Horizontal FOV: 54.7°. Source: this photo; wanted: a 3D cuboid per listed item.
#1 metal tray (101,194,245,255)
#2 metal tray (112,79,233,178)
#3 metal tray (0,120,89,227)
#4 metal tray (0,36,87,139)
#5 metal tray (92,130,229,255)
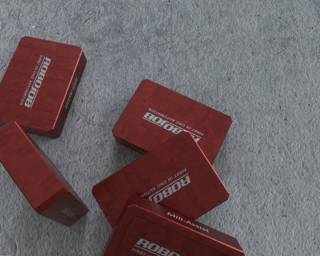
[{"bbox_3d":[0.009,0.137,0.322,0.131,0.030,0.090,25,95,-5],"label":"metal tray"},{"bbox_3d":[0.016,0.002,0.405,0.130,0.030,0.090,26,72,9],"label":"metal tray"},{"bbox_3d":[-0.123,0.055,0.330,0.030,0.130,0.090,-38,75,-17],"label":"metal tray"},{"bbox_3d":[-0.165,-0.058,0.425,0.090,0.030,0.130,12,70,4],"label":"metal tray"},{"bbox_3d":[0.000,0.073,0.357,0.130,0.030,0.090,-32,82,2],"label":"metal tray"}]
